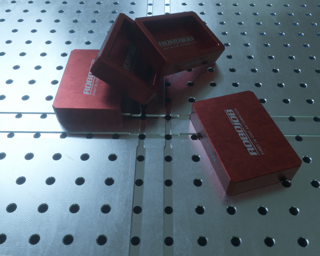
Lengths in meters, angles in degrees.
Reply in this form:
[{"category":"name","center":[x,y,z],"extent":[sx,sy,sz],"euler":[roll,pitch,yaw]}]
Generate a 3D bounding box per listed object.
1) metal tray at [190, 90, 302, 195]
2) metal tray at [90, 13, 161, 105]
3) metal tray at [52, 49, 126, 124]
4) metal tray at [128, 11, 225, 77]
[{"category":"metal tray","center":[0.103,0.013,0.395],"extent":[0.091,0.030,0.130],"euler":[-12,51,-11]},{"category":"metal tray","center":[-0.040,-0.105,0.456],"extent":[0.090,0.030,0.130],"euler":[30,43,-20]},{"category":"metal tray","center":[-0.096,-0.065,0.458],"extent":[0.091,0.030,0.130],"euler":[1,50,1]},{"category":"metal tray","center":[0.029,-0.134,0.479],"extent":[0.131,0.030,0.090],"euler":[-23,70,-37]}]
